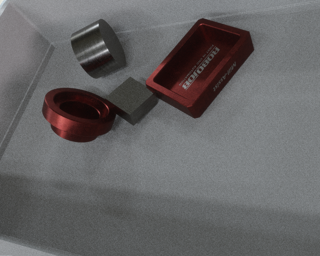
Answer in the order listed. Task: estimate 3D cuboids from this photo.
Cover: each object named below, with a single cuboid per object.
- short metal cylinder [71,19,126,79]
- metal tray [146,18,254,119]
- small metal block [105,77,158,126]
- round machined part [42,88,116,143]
[{"bbox_3d":[-0.097,-0.126,0.497,0.050,0.080,0.080,-22,54,15],"label":"short metal cylinder"},{"bbox_3d":[0.054,-0.086,0.425,0.090,0.030,0.130,33,80,38],"label":"metal tray"},{"bbox_3d":[-0.040,-0.039,0.436,0.050,0.025,0.050,33,66,28],"label":"small metal block"},{"bbox_3d":[-0.116,-0.015,0.440,0.098,0.099,0.042,46,124,39],"label":"round machined part"}]
